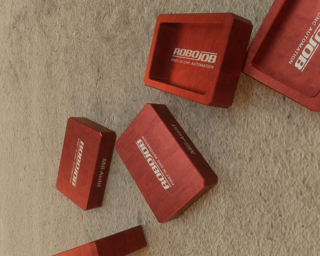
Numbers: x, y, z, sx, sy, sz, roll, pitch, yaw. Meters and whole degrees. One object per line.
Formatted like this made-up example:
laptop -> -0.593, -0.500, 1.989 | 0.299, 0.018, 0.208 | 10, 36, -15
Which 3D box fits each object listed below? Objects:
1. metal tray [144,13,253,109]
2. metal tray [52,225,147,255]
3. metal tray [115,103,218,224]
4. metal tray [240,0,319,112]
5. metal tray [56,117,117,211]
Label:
metal tray -> 0.035, -0.080, 0.351 | 0.130, 0.030, 0.089 | 27, 107, 52
metal tray -> -0.094, 0.177, 0.440 | 0.130, 0.091, 0.030 | -30, 71, 36
metal tray -> 0.002, 0.043, 0.400 | 0.090, 0.030, 0.130 | -49, 61, 28
metal tray -> 0.144, -0.090, 0.282 | 0.090, 0.030, 0.129 | 39, 114, 33
metal tray -> -0.123, 0.055, 0.503 | 0.090, 0.030, 0.129 | 22, 104, 37
